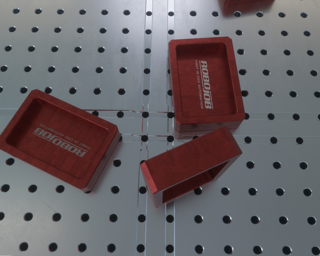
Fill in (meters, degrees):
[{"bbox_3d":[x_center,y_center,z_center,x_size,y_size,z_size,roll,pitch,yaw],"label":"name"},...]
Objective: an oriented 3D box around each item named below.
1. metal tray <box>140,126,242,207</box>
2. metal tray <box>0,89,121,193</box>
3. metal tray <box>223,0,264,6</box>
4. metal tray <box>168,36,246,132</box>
[{"bbox_3d":[0.029,0.048,0.339,0.090,0.130,0.030,-23,72,-8],"label":"metal tray"},{"bbox_3d":[-0.129,0.015,0.402,0.130,0.030,0.090,24,72,8],"label":"metal tray"},{"bbox_3d":[0.135,-0.267,0.508,0.091,0.030,0.130,-11,70,-4],"label":"metal tray"},{"bbox_3d":[0.061,-0.063,0.432,0.090,0.030,0.130,-4,70,-2],"label":"metal tray"}]
